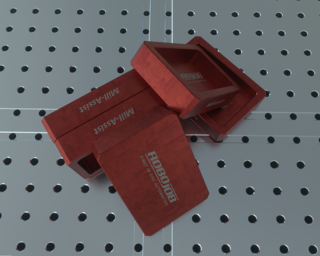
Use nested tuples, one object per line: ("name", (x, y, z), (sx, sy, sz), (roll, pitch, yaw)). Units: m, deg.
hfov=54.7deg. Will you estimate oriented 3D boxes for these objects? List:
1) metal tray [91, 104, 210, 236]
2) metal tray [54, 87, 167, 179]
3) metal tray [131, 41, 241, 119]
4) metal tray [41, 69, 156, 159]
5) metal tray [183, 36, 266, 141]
("metal tray", (-0.006, 0.050, 0.344), (0.090, 0.129, 0.030), (-31, 32, -11))
("metal tray", (-0.049, 0.008, 0.372), (0.131, 0.090, 0.030), (-31, 73, -11))
("metal tray", (0.037, -0.062, 0.375), (0.090, 0.030, 0.131), (49, 32, 15))
("metal tray", (-0.066, -0.016, 0.382), (0.131, 0.090, 0.030), (-31, 73, -11))
("metal tray", (0.066, -0.056, 0.429), (0.090, 0.030, 0.130), (-42, 76, -14))
